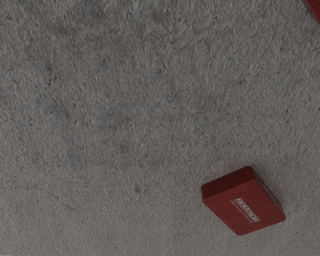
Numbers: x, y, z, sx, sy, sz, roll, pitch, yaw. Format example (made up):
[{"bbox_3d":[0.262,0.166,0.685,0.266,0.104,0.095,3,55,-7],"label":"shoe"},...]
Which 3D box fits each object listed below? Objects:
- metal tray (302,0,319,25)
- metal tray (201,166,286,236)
[{"bbox_3d":[0.180,-0.163,0.266,0.130,0.030,0.090,-35,123,25],"label":"metal tray"},{"bbox_3d":[0.139,0.124,0.511,0.090,0.030,0.130,-29,125,22],"label":"metal tray"}]
